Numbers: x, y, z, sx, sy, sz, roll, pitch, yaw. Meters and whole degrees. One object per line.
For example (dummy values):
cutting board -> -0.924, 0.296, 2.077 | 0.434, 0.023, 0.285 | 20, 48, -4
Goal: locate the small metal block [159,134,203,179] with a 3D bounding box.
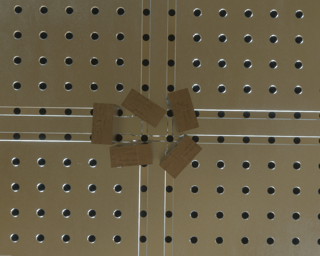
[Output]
small metal block -> 0.026, 0.035, 0.400 | 0.025, 0.050, 0.050 | 42, 90, 1

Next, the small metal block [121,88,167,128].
small metal block -> -0.020, -0.025, 0.401 | 0.050, 0.050, 0.025 | 34, 91, -1

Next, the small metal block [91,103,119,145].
small metal block -> -0.069, -0.005, 0.400 | 0.025, 0.050, 0.050 | 4, 91, 0

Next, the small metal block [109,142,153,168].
small metal block -> -0.035, 0.034, 0.400 | 0.050, 0.050, 0.025 | -5, 90, 0

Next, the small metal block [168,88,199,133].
small metal block -> 0.029, -0.021, 0.400 | 0.025, 0.050, 0.050 | -16, 89, 0
